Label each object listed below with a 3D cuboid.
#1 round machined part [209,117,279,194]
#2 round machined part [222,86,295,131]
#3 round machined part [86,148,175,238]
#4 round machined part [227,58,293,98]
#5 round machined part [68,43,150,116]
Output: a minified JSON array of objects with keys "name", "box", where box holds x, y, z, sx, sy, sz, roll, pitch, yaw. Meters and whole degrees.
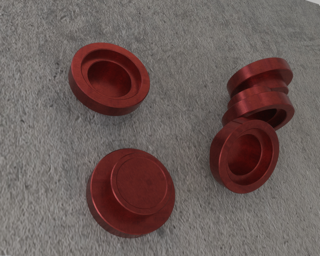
[{"name":"round machined part","box":[0.105,0.033,0.408,0.099,0.042,0.097,-7,105,-26]},{"name":"round machined part","box":[0.136,-0.023,0.444,0.099,0.097,0.042,3,57,-27]},{"name":"round machined part","box":[-0.027,0.066,0.338,0.099,0.042,0.098,14,56,-21]},{"name":"round machined part","box":[0.157,-0.061,0.479,0.099,0.097,0.042,0,62,-28]},{"name":"round machined part","box":[-0.066,-0.057,0.392,0.099,0.042,0.098,14,56,-21]}]
